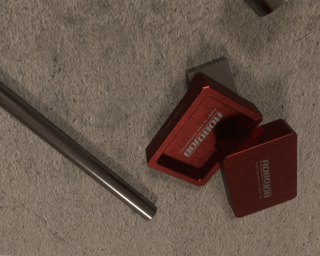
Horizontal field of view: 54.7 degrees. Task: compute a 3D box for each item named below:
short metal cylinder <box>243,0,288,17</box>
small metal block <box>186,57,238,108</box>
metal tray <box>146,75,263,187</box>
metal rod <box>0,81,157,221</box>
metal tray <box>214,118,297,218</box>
[{"bbox_3d":[0.118,-0.164,0.322,0.050,0.080,0.080,40,105,-14],"label":"short metal cylinder"},{"bbox_3d":[0.065,-0.056,0.390,0.050,0.025,0.050,-20,109,6],"label":"small metal block"},{"bbox_3d":[0.052,0.009,0.391,0.090,0.030,0.129,25,117,-21],"label":"metal tray"},{"bbox_3d":[-0.121,0.029,0.418,0.300,0.025,0.025,42,105,-14],"label":"metal rod"},{"bbox_3d":[0.128,0.057,0.403,0.090,0.030,0.129,-20,129,1],"label":"metal tray"}]
